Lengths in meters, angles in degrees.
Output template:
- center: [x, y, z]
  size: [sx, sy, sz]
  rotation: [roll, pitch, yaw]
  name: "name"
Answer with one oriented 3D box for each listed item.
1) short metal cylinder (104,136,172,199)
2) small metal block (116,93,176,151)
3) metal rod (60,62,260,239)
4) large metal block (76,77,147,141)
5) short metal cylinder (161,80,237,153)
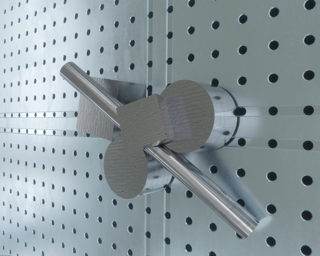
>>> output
- center: [-0.029, 0.050, 0.412]
  size: [0.080, 0.050, 0.079]
  rotation: [0, 90, 40]
  name: "short metal cylinder"
- center: [-0.016, -0.005, 0.343]
  size: [0.050, 0.025, 0.050]
  rotation: [-18, 78, 20]
  name: "small metal block"
- center: [-0.013, 0.015, 0.369]
  size: [0.300, 0.025, 0.025]
  rotation: [40, 115, 17]
  name: "metal rod"
- center: [-0.071, -0.029, 0.445]
  size: [0.080, 0.050, 0.079]
  rotation: [14, 99, 39]
  name: "large metal block"
- center: [0.040, -0.012, 0.355]
  size: [0.080, 0.050, 0.079]
  rotation: [0, 90, 40]
  name: "short metal cylinder"
